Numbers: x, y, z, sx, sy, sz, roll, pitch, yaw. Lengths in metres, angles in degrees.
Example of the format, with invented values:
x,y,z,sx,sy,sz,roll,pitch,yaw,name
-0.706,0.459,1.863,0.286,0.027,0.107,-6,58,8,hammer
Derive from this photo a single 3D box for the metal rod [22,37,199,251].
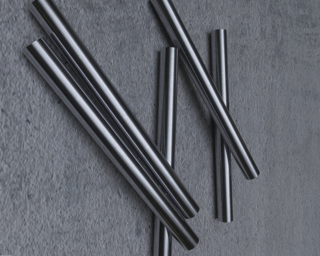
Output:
x,y,z,sx,sy,sz,roll,pitch,yaw,name
-0.042,0.033,0.352,0.025,0.025,0.299,-47,113,-30,metal rod

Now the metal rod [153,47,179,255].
x,y,z,sx,sy,sz,roll,pitch,yaw,name
0.008,0.044,0.413,0.025,0.025,0.298,3,88,-40,metal rod

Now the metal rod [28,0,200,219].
x,y,z,sx,sy,sz,roll,pitch,yaw,name
-0.040,-0.008,0.354,0.025,0.025,0.299,-46,112,-30,metal rod

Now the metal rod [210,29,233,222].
x,y,z,sx,sy,sz,roll,pitch,yaw,name
0.098,-0.002,0.489,0.025,0.025,0.298,-4,93,-40,metal rod

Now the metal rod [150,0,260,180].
x,y,z,sx,sy,sz,roll,pitch,yaw,name
0.071,-0.050,0.445,0.025,0.025,0.299,-41,109,-33,metal rod
